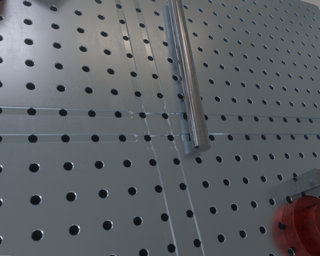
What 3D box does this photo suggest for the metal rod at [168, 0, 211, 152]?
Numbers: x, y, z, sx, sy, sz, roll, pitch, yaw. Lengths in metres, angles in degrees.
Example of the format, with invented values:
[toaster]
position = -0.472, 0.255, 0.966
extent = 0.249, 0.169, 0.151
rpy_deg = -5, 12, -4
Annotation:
[metal rod]
position = 0.041, -0.103, 0.493
extent = 0.025, 0.025, 0.299
rpy_deg = 8, 58, -24

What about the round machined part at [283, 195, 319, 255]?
[round machined part]
position = 0.225, 0.142, 0.432
extent = 0.099, 0.042, 0.098
rpy_deg = 14, 56, -21

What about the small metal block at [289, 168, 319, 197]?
[small metal block]
position = 0.235, 0.084, 0.468
extent = 0.050, 0.050, 0.025
rpy_deg = 9, 58, -23
